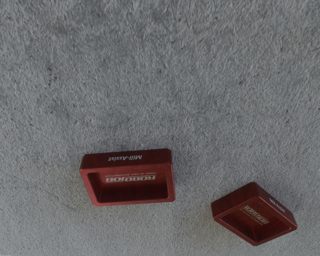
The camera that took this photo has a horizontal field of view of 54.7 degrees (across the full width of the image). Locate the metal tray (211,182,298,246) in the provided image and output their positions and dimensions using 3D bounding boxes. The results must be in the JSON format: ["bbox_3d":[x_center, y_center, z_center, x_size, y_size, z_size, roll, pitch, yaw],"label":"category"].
[{"bbox_3d":[0.163,0.153,0.535,0.090,0.030,0.130,-37,122,27],"label":"metal tray"}]

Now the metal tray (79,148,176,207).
[{"bbox_3d":[-0.045,0.077,0.468,0.131,0.030,0.089,-4,130,3],"label":"metal tray"}]
